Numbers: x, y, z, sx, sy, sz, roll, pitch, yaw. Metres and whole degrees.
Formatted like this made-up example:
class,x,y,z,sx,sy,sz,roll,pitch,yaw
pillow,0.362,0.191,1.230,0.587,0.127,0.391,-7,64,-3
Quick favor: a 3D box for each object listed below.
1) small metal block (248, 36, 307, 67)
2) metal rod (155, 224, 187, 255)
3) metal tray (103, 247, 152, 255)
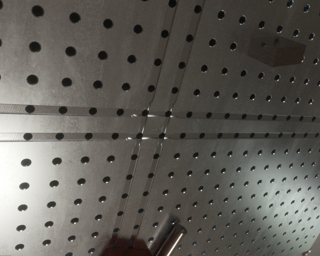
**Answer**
class,x,y,z,sx,sy,sz,roll,pitch,yaw
small metal block,0.157,-0.105,0.418,0.050,0.050,0.025,-11,123,-23
metal rod,-0.034,0.302,0.581,0.025,0.025,0.298,18,109,-36
metal tray,-0.076,0.266,0.532,0.091,0.030,0.129,22,107,-37
